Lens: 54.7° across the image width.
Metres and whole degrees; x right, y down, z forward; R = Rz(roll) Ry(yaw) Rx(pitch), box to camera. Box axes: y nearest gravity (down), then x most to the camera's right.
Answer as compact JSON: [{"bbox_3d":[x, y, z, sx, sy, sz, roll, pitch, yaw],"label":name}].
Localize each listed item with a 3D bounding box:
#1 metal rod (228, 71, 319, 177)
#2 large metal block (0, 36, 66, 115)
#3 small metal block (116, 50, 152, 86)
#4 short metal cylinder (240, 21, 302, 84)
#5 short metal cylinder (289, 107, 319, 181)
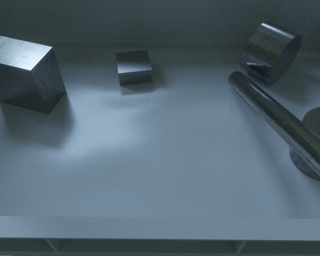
[{"bbox_3d":[0.131,-0.009,0.337,0.025,0.025,0.300,-4,26,-4],"label":"metal rod"},{"bbox_3d":[-0.187,-0.072,0.427,0.080,0.080,0.050,14,52,11],"label":"large metal block"},{"bbox_3d":[-0.041,-0.095,0.484,0.050,0.025,0.050,-7,51,-7],"label":"small metal block"},{"bbox_3d":[0.167,-0.113,0.467,0.080,0.080,0.050,-37,60,-27],"label":"short metal cylinder"},{"bbox_3d":[0.206,0.020,0.375,0.081,0.050,0.080,0,50,0],"label":"short metal cylinder"}]
